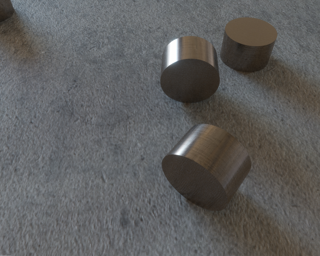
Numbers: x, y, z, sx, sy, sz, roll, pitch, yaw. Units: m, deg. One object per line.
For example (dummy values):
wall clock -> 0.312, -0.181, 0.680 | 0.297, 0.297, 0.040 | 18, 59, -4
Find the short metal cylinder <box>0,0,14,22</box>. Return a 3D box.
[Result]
short metal cylinder -> -0.326, -0.239, 0.584 | 0.081, 0.050, 0.080 | 0, 50, 0

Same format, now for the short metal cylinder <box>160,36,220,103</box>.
short metal cylinder -> 0.042, -0.081, 0.436 | 0.081, 0.080, 0.050 | 2, 50, 1

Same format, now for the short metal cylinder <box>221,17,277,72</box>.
short metal cylinder -> 0.142, -0.136, 0.503 | 0.081, 0.050, 0.080 | 0, 50, 0

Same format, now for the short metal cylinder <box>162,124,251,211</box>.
short metal cylinder -> 0.049, 0.042, 0.333 | 0.080, 0.080, 0.050 | 30, 56, 22
